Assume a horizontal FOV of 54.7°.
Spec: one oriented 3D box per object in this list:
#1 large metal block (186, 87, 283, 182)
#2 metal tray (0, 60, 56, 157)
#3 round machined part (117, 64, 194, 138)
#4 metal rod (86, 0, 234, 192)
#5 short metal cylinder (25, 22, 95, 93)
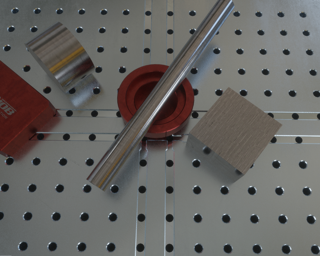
[{"bbox_3d":[0.092,0.009,0.396,0.080,0.050,0.080,38,74,12],"label":"large metal block"},{"bbox_3d":[-0.221,-0.035,0.420,0.130,0.030,0.090,38,74,12],"label":"metal tray"},{"bbox_3d":[-0.005,-0.032,0.414,0.099,0.042,0.098,0,70,0],"label":"round machined part"},{"bbox_3d":[0.010,-0.054,0.386,0.025,0.025,0.300,31,73,11],"label":"metal rod"},{"bbox_3d":[-0.133,-0.094,0.416,0.050,0.080,0.080,-41,75,-13],"label":"short metal cylinder"}]
